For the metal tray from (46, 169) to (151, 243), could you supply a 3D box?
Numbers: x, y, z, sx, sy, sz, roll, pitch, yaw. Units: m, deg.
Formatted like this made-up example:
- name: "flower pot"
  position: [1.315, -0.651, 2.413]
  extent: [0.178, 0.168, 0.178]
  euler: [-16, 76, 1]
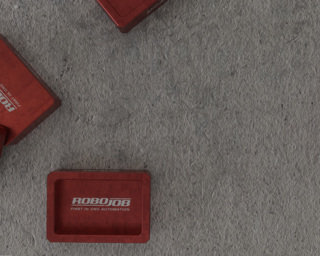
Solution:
- name: "metal tray"
  position: [-0.078, 0.101, 0.406]
  extent: [0.131, 0.030, 0.089]
  euler: [1, 90, 0]

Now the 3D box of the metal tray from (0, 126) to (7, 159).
- name: "metal tray"
  position: [-0.266, 0.020, 0.387]
  extent: [0.130, 0.030, 0.089]
  euler: [22, 104, 6]

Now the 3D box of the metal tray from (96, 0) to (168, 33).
- name: "metal tray"
  position: [-0.027, -0.201, 0.406]
  extent: [0.130, 0.030, 0.090]
  euler: [-39, 90, 0]

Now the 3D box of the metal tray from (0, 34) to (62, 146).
- name: "metal tray"
  position: [-0.208, -0.052, 0.406]
  extent: [0.090, 0.030, 0.130]
  euler: [-41, 90, 0]
